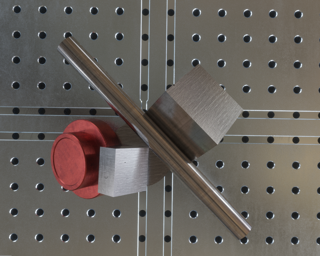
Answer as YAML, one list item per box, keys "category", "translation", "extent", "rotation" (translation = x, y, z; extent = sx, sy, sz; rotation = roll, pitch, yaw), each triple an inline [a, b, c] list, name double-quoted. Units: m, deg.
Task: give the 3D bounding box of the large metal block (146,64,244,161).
- category: "large metal block"
  translation: [0.043, -0.020, 0.376]
  extent: [0.080, 0.050, 0.080]
  rotation: [46, 47, 0]

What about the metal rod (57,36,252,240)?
- category: "metal rod"
  translation: [-0.006, 0.012, 0.359]
  extent: [0.025, 0.025, 0.300]
  rotation: [-43, 90, 0]

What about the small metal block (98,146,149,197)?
- category: "small metal block"
  translation: [-0.040, 0.046, 0.345]
  extent: [0.025, 0.050, 0.050]
  rotation: [3, 91, 40]

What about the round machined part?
- category: "round machined part"
  translation: [-0.095, 0.038, 0.375]
  extent: [0.098, 0.042, 0.097]
  rotation: [3, 95, 38]

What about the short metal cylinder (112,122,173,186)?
- category: "short metal cylinder"
  translation: [-0.024, 0.031, 0.397]
  extent: [0.081, 0.050, 0.079]
  rotation: [0, 90, 0]
